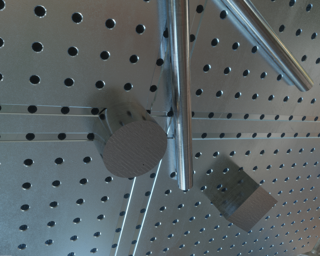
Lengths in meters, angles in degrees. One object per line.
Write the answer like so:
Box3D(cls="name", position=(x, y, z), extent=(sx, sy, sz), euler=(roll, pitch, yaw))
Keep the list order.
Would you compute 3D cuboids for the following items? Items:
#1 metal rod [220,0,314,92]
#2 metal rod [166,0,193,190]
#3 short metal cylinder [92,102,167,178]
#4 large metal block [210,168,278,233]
Box3D(cls="metal rod", position=(0.130, -0.128, 0.402), extent=(0.301, 0.025, 0.025), euler=(30, 102, -38))
Box3D(cls="metal rod", position=(0.029, -0.035, 0.405), extent=(0.025, 0.025, 0.298), euler=(-18, 126, -18))
Box3D(cls="short metal cylinder", position=(-0.038, 0.015, 0.383), extent=(0.081, 0.050, 0.079), euler=(-14, 124, -21))
Box3D(cls="large metal block", position=(0.153, 0.132, 0.560), extent=(0.080, 0.050, 0.080), euler=(-48, 129, 5))
